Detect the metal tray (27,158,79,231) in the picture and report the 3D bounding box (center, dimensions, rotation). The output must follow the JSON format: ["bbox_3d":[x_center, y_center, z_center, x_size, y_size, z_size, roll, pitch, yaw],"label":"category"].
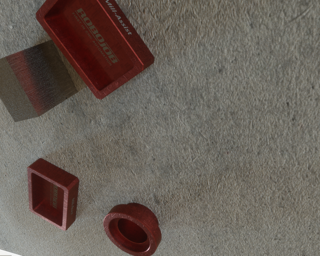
[{"bbox_3d":[-0.203,0.128,0.586,0.090,0.030,0.129,25,127,12],"label":"metal tray"}]

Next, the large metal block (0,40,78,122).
[{"bbox_3d":[-0.171,-0.064,0.419,0.050,0.080,0.080,-9,114,32],"label":"large metal block"}]

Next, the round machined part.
[{"bbox_3d":[-0.042,0.165,0.518,0.098,0.042,0.097,13,124,20],"label":"round machined part"}]

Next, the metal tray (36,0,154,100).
[{"bbox_3d":[-0.079,-0.109,0.375,0.090,0.030,0.130,-28,104,37],"label":"metal tray"}]
